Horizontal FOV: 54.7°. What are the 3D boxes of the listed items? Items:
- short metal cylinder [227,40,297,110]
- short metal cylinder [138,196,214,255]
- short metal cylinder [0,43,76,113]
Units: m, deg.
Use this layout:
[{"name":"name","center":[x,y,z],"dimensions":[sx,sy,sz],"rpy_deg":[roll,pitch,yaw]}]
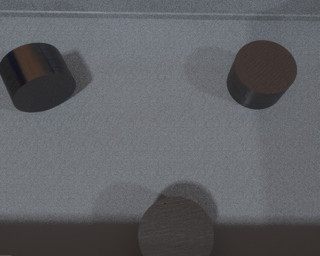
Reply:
[{"name":"short metal cylinder","center":[0.137,-0.072,0.423],"dimensions":[0.081,0.050,0.080],"rpy_deg":[0,70,0]},{"name":"short metal cylinder","center":[0.017,0.121,0.352],"dimensions":[0.081,0.050,0.080],"rpy_deg":[0,70,0]},{"name":"short metal cylinder","center":[-0.158,-0.064,0.403],"dimensions":[0.080,0.080,0.050],"rpy_deg":[-28,73,-10]}]
